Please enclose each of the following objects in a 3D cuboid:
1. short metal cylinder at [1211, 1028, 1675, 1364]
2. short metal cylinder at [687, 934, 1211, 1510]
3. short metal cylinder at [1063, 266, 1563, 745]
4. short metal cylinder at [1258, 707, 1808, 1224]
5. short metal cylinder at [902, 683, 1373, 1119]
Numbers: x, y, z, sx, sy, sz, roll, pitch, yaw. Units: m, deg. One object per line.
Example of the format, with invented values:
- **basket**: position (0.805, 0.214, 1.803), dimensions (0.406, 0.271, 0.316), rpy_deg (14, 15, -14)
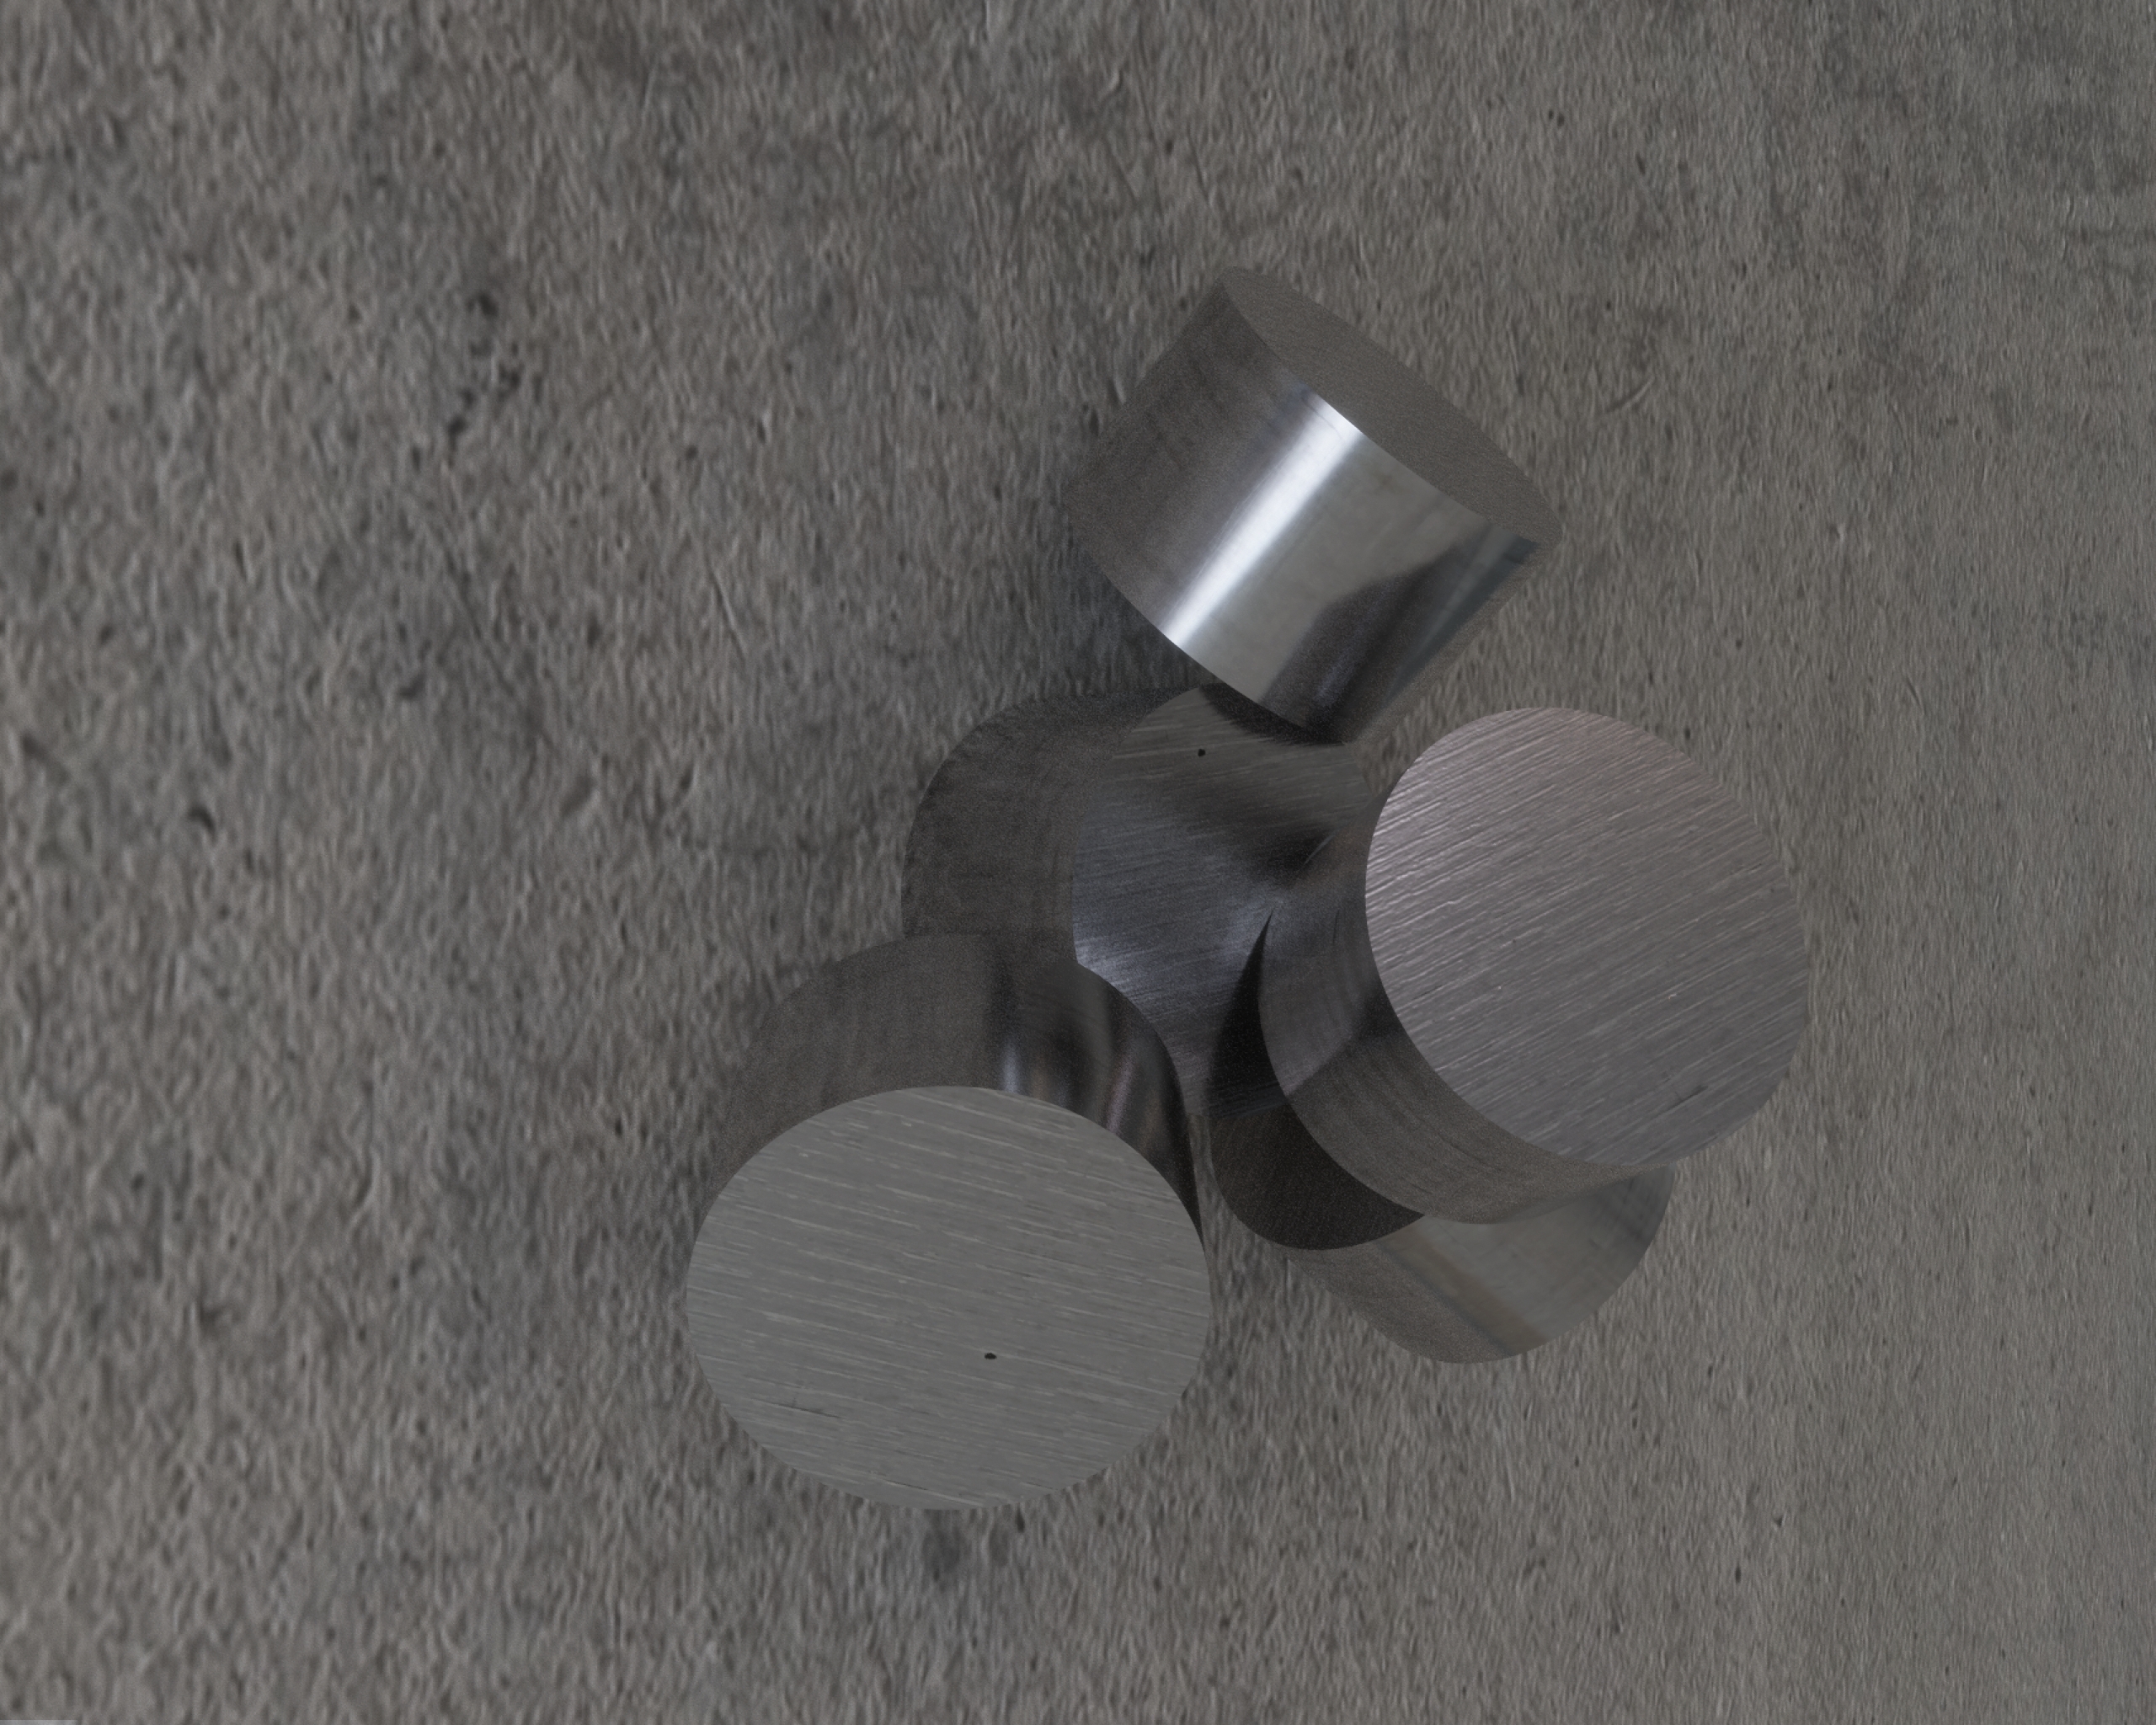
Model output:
- **short metal cylinder**: position (0.075, 0.056, 0.432), dimensions (0.050, 0.080, 0.080), rpy_deg (42, 65, -32)
- **short metal cylinder**: position (-0.020, 0.058, 0.344), dimensions (0.081, 0.050, 0.079), rpy_deg (-1, 115, -2)
- **short metal cylinder**: position (0.045, -0.068, 0.398), dimensions (0.081, 0.080, 0.050), rpy_deg (17, 123, -39)
- **short metal cylinder**: position (0.078, 0.019, 0.367), dimensions (0.081, 0.050, 0.080), rpy_deg (6, 68, -15)
- **short metal cylinder**: position (0.014, 0.007, 0.400), dimensions (0.081, 0.050, 0.080), rpy_deg (0, 90, -40)
